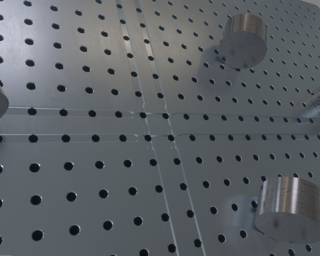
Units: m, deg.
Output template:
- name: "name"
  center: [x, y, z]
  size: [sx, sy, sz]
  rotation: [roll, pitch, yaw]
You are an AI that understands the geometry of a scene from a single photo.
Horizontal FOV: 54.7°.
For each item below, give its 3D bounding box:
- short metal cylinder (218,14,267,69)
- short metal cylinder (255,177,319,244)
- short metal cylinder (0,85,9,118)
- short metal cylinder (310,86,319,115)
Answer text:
- name: "short metal cylinder"
  center: [0.145, -0.151, 0.543]
  size: [0.080, 0.080, 0.050]
  rotation: [26, 53, -13]
- name: "short metal cylinder"
  center: [0.167, 0.106, 0.397]
  size: [0.080, 0.080, 0.050]
  rotation: [30, 52, -9]
- name: "short metal cylinder"
  center: [-0.193, -0.031, 0.288]
  size: [0.081, 0.080, 0.050]
  rotation: [-24, 75, -37]
- name: "short metal cylinder"
  center: [0.350, -0.056, 0.614]
  size: [0.081, 0.050, 0.080]
  rotation: [14, 56, -21]
